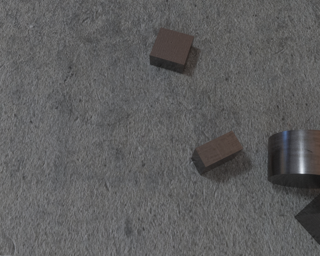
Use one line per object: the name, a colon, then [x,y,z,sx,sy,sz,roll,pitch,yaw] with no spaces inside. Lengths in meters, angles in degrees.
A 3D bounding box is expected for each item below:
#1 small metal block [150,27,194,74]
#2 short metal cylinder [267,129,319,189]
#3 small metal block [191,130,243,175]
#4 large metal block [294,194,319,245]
small metal block: [0.017,-0.112,0.449,0.050,0.025,0.050,17,71,6]
short metal cylinder: [0.170,0.039,0.367,0.080,0.080,0.050,7,70,2]
small metal block: [0.069,0.032,0.384,0.050,0.050,0.025,-25,72,-9]
large metal block: [0.211,0.112,0.341,0.050,0.080,0.080,-36,74,-12]
